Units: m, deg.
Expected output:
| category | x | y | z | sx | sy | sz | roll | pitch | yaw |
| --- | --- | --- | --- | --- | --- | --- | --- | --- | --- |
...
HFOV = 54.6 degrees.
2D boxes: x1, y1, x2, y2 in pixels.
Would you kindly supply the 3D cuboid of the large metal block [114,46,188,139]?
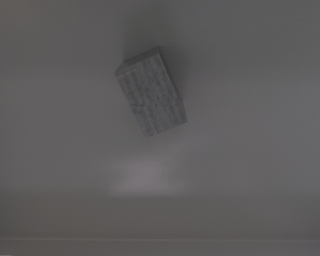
| category | x | y | z | sx | sy | sz | roll | pitch | yaw |
| --- | --- | --- | --- | --- | --- | --- | --- | --- | --- |
| large metal block | -0.008 | -0.045 | 0.365 | 0.050 | 0.080 | 0.080 | -22 | 109 | 8 |
